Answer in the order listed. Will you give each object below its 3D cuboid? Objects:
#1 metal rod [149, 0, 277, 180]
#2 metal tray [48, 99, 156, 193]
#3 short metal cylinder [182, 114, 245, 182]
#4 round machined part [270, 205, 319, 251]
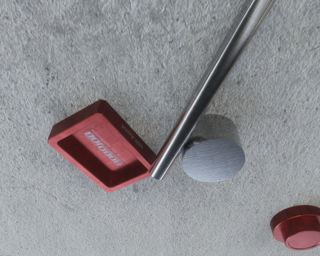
[{"bbox_3d":[0.058,-0.051,0.346,0.025,0.025,0.298,19,122,-16],"label":"metal rod"},{"bbox_3d":[-0.075,0.031,0.428,0.090,0.030,0.130,-26,126,20],"label":"metal tray"},{"bbox_3d":[0.068,0.028,0.416,0.081,0.050,0.079,-1,130,0],"label":"short metal cylinder"},{"bbox_3d":[0.254,0.185,0.558,0.099,0.042,0.097,-1,130,0],"label":"round machined part"}]
